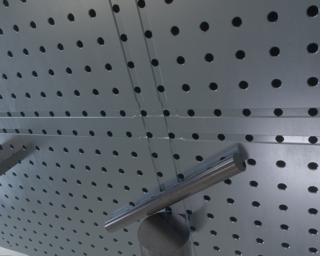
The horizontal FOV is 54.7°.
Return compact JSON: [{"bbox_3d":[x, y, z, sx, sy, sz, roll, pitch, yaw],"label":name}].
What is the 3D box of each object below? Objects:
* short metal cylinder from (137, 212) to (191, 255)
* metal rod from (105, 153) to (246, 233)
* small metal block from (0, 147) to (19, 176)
[{"bbox_3d":[0.008,0.178,0.481,0.080,0.080,0.050,8,122,24],"label":"short metal cylinder"},{"bbox_3d":[0.004,0.111,0.477,0.025,0.025,0.299,49,129,-6],"label":"metal rod"},{"bbox_3d":[-0.314,0.065,0.600,0.050,0.050,0.025,13,124,21],"label":"small metal block"}]
